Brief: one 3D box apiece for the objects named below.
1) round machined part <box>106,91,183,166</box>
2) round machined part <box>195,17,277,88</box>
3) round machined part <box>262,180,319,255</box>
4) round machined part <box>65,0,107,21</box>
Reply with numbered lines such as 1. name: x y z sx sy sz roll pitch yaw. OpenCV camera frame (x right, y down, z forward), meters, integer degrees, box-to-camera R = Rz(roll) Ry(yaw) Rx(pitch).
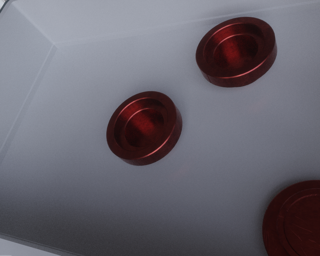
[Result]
1. round machined part: -0.016 0.004 0.401 0.098 0.042 0.098 -13 56 21
2. round machined part: 0.099 -0.092 0.399 0.098 0.042 0.098 -13 56 21
3. round machined part: 0.139 0.091 0.266 0.098 0.042 0.098 -13 56 21
4. round machined part: -0.162 -0.277 0.652 0.098 0.042 0.098 -13 56 21
